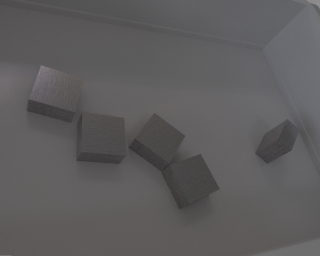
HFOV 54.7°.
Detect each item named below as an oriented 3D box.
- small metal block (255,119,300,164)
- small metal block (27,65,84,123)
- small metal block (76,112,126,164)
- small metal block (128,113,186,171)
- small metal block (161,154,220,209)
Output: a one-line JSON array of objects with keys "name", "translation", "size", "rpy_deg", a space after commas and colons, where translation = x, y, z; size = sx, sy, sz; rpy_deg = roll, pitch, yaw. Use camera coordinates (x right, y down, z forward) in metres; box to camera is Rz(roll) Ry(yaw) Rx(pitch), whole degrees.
[{"name": "small metal block", "translation": [0.179, 0.021, 0.473], "size": [0.025, 0.050, 0.050], "rpy_deg": [42, 51, 0]}, {"name": "small metal block", "translation": [-0.122, -0.039, 0.364], "size": [0.050, 0.025, 0.050], "rpy_deg": [17, 55, -19]}, {"name": "small metal block", "translation": [-0.069, 0.012, 0.361], "size": [0.050, 0.025, 0.050], "rpy_deg": [8, 58, -24]}, {"name": "small metal block", "translation": [-0.003, 0.017, 0.393], "size": [0.050, 0.025, 0.050], "rpy_deg": [37, 51, -4]}, {"name": "small metal block", "translation": [0.038, 0.066, 0.386], "size": [0.050, 0.025, 0.050], "rpy_deg": [-15, 70, -34]}]
